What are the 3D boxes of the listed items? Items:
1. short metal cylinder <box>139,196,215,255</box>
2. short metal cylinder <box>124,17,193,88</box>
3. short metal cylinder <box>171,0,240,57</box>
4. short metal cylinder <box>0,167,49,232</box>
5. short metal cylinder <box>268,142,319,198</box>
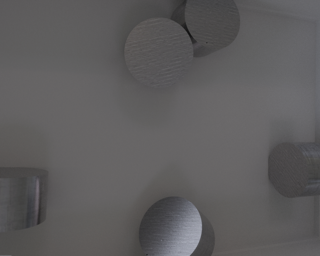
[{"bbox_3d":[0.021,0.132,0.382,0.080,0.080,0.050,-52,139,-13],"label":"short metal cylinder"},{"bbox_3d":[-0.003,-0.092,0.384,0.081,0.050,0.079,-1,102,-5],"label":"short metal cylinder"},{"bbox_3d":[0.060,-0.141,0.419,0.081,0.050,0.080,0,90,-20],"label":"short metal cylinder"},{"bbox_3d":[-0.160,0.071,0.322,0.081,0.080,0.050,3,89,-20],"label":"short metal cylinder"},{"bbox_3d":[0.207,0.061,0.458,0.050,0.080,0.080,0,90,-20],"label":"short metal cylinder"}]
